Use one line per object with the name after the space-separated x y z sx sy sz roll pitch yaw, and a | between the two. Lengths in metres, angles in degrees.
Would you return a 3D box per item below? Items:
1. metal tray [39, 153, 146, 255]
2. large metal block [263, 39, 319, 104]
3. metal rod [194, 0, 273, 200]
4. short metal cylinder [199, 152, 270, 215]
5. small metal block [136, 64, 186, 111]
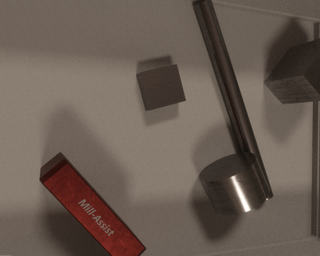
-0.078 0.088 0.347 0.030 0.090 0.130 -42 104 -15 | metal tray
0.219 -0.084 0.464 0.050 0.080 0.080 43 76 -15 | large metal block
0.110 -0.035 0.452 0.025 0.025 0.298 -22 98 -19 | metal rod
0.101 0.074 0.420 0.081 0.080 0.050 -27 99 -18 | short metal cylinder
0.001 -0.054 0.412 0.050 0.025 0.050 -17 96 -20 | small metal block
